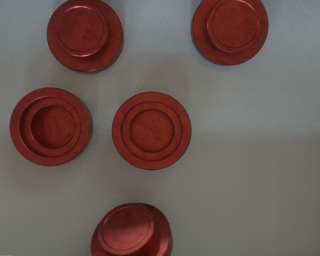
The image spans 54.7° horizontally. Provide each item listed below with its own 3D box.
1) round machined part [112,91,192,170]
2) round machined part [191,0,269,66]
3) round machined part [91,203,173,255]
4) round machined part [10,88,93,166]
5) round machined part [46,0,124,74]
[{"bbox_3d":[-0.010,0.003,0.403,0.099,0.042,0.097,0,90,-1],"label":"round machined part"},{"bbox_3d":[0.091,-0.129,0.397,0.099,0.042,0.097,0,100,-2],"label":"round machined part"},{"bbox_3d":[-0.036,0.130,0.373,0.099,0.098,0.042,-14,130,-1],"label":"round machined part"},{"bbox_3d":[-0.136,-0.001,0.401,0.099,0.042,0.097,0,90,-1],"label":"round machined part"},{"bbox_3d":[-0.098,-0.122,0.402,0.099,0.042,0.097,0,90,-1],"label":"round machined part"}]
